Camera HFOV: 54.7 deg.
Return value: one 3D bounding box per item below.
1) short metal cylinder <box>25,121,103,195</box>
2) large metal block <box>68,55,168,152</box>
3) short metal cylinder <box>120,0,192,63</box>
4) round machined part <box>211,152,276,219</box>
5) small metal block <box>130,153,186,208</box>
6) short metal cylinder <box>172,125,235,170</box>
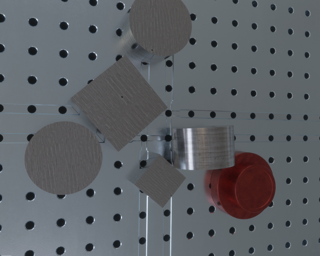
[{"bbox_3d":[-0.111,0.032,0.358,0.081,0.050,0.080,0,90,-20],"label":"short metal cylinder"},{"bbox_3d":[-0.052,-0.029,0.380,0.080,0.050,0.080,-43,104,-15],"label":"large metal block"},{"bbox_3d":[-0.007,-0.127,0.397,0.081,0.050,0.080,0,90,-20],"label":"short metal cylinder"},{"bbox_3d":[0.127,0.084,0.450,0.099,0.042,0.097,0,90,-20],"label":"round machined part"},{"bbox_3d":[-0.003,0.069,0.412,0.050,0.025,0.050,43,76,-15],"label":"small metal block"},{"bbox_3d":[0.056,0.023,0.404,0.081,0.080,0.050,-3,92,-20],"label":"short metal cylinder"}]
